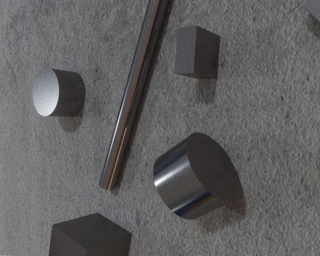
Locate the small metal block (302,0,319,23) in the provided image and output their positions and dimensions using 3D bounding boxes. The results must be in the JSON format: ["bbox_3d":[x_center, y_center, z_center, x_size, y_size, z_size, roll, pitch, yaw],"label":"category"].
[{"bbox_3d":[0.164,-0.108,0.269,0.050,0.025,0.050,-46,63,30],"label":"small metal block"}]

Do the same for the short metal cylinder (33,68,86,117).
[{"bbox_3d":[-0.173,-0.059,0.528,0.080,0.050,0.079,0,90,39],"label":"short metal cylinder"}]

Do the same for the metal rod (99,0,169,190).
[{"bbox_3d":[-0.037,-0.051,0.433,0.025,0.025,0.298,27,107,36],"label":"metal rod"}]

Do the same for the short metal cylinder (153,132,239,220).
[{"bbox_3d":[0.040,0.052,0.335,0.050,0.081,0.080,-38,67,33],"label":"short metal cylinder"}]

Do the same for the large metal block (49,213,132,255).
[{"bbox_3d":[-0.101,0.170,0.450,0.080,0.081,0.050,15,100,38],"label":"large metal block"}]

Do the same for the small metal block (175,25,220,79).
[{"bbox_3d":[0.043,-0.084,0.352,0.025,0.050,0.050,6,94,39],"label":"small metal block"}]
